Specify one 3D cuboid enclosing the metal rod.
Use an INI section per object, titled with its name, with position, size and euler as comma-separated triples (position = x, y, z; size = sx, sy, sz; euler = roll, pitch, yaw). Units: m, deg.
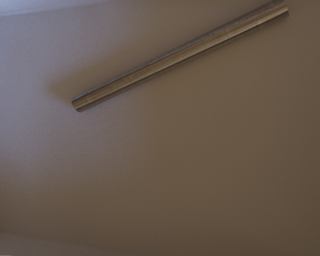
[metal rod]
position = 0.012, -0.087, 0.405
size = 0.300, 0.025, 0.025
euler = -22, 83, 18
